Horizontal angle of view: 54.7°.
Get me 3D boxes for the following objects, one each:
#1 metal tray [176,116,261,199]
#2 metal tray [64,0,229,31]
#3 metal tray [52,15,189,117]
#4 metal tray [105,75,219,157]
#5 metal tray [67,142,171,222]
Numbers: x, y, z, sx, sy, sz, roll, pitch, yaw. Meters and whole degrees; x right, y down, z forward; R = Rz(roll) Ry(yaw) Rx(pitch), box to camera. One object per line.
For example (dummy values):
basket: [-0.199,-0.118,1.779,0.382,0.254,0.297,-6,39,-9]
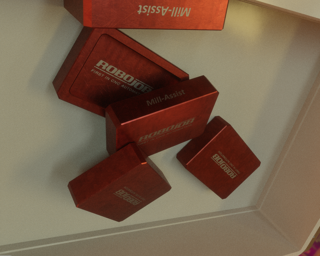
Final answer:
metal tray: [0.097,0.051,0.492,0.090,0.030,0.130,-45,130,3]
metal tray: [-0.015,-0.117,0.287,0.131,0.090,0.030,-8,122,-25]
metal tray: [-0.040,-0.053,0.351,0.131,0.030,0.090,24,105,-37]
metal tray: [0.001,-0.007,0.376,0.131,0.030,0.089,-20,149,-22]
metal tray: [-0.044,0.075,0.394,0.090,0.030,0.130,-33,152,0]
